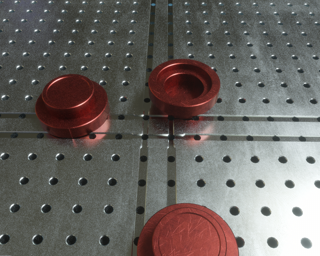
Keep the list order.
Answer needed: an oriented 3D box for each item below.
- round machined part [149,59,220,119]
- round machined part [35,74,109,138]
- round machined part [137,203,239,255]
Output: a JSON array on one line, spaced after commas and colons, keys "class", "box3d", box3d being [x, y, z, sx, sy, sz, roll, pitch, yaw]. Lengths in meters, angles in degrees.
[{"class": "round machined part", "box3d": [0.033, -0.051, 0.440, 0.099, 0.042, 0.098, 0, 50, 0]}, {"class": "round machined part", "box3d": [-0.122, -0.037, 0.427, 0.099, 0.042, 0.098, 0, 50, 0]}, {"class": "round machined part", "box3d": [0.027, 0.117, 0.299, 0.099, 0.042, 0.098, 0, 50, 0]}]
